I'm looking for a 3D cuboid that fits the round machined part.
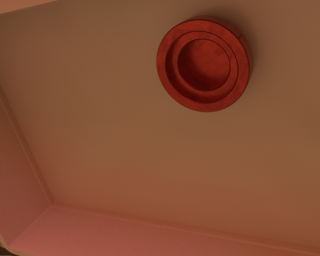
[{"bbox_3d":[0.049,-0.069,0.329,0.098,0.042,0.097,13,124,21],"label":"round machined part"}]
